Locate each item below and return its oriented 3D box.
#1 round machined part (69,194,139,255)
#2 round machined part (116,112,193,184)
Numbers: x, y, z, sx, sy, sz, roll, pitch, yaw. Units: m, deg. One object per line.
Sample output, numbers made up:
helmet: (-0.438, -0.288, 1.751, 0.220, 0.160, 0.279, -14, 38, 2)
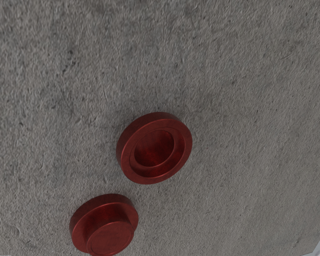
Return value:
round machined part: (-0.076, 0.146, 0.444, 0.099, 0.042, 0.097, -14, 124, -21)
round machined part: (-0.010, 0.022, 0.404, 0.099, 0.042, 0.097, -14, 124, -21)
